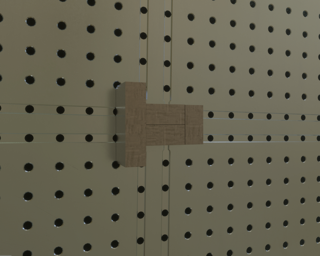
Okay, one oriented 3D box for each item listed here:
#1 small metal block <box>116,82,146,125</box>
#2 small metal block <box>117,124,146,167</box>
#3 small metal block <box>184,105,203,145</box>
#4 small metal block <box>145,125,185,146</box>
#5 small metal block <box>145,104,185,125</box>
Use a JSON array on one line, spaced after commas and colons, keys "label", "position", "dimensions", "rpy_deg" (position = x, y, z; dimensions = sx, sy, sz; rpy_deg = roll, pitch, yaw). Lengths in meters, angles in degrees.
[{"label": "small metal block", "position": [-0.037, -0.029, 0.386], "dimensions": [0.025, 0.050, 0.050], "rpy_deg": [0, 90, -20]}, {"label": "small metal block", "position": [-0.037, 0.021, 0.386], "dimensions": [0.025, 0.050, 0.050], "rpy_deg": [0, 90, -20]}, {"label": "small metal block", "position": [0.035, -0.004, 0.412], "dimensions": [0.025, 0.050, 0.050], "rpy_deg": [0, 90, -20]}, {"label": "small metal block", "position": [-0.001, 0.008, 0.399], "dimensions": [0.050, 0.050, 0.025], "rpy_deg": [0, 90, -20]}, {"label": "small metal block", "position": [-0.001, -0.017, 0.399], "dimensions": [0.050, 0.050, 0.025], "rpy_deg": [0, 90, -20]}]
